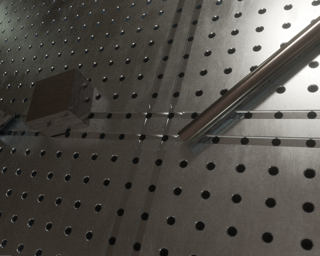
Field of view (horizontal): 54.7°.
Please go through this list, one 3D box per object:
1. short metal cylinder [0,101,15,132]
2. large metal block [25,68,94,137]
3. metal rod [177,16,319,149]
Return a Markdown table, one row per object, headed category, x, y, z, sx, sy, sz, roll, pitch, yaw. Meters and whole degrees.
| category | x | y | z | sx | sy | sz | roll | pitch | yaw |
| --- | --- | --- | --- | --- | --- | --- | --- | --- | --- |
| short metal cylinder | -0.309 | -0.028 | 0.549 | 0.050 | 0.080 | 0.080 | -49 | 52 | -6 |
| large metal block | -0.158 | -0.039 | 0.497 | 0.080 | 0.050 | 0.080 | -14 | 56 | 20 |
| metal rod | 0.145 | -0.079 | 0.380 | 0.300 | 0.025 | 0.025 | -39 | 51 | 1 |
